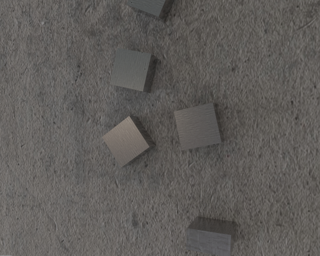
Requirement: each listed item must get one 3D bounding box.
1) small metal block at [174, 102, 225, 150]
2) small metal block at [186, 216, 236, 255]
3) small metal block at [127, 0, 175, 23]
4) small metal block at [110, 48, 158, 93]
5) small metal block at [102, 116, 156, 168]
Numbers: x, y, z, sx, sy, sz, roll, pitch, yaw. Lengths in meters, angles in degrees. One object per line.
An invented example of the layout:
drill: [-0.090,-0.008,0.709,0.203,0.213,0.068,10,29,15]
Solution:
small metal block: [0.050,-0.002,0.391,0.050,0.025,0.050,-13,86,19]
small metal block: [0.063,0.129,0.373,0.050,0.050,0.025,3,91,20]
small metal block: [-0.009,-0.176,0.412,0.050,0.025,0.050,27,99,18]
small metal block: [-0.035,-0.078,0.421,0.050,0.025,0.050,14,95,19]
small metal block: [-0.042,0.018,0.424,0.050,0.025,0.050,-37,78,16]
